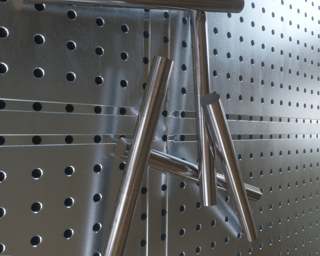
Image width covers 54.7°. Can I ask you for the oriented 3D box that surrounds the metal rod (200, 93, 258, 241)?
[{"bbox_3d":[0.111,0.077,0.464,0.025,0.025,0.299,-47,131,-30],"label":"metal rod"}]

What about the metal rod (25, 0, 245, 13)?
[{"bbox_3d":[-0.007,-0.160,0.383,0.303,0.025,0.025,-12,98,-33],"label":"metal rod"}]

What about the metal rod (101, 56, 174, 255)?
[{"bbox_3d":[-0.033,0.065,0.356,0.025,0.025,0.298,16,88,-39],"label":"metal rod"}]

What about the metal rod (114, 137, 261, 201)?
[{"bbox_3d":[0.062,0.071,0.463,0.302,0.025,0.025,24,75,-38],"label":"metal rod"}]

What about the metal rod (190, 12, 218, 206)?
[{"bbox_3d":[0.062,-0.042,0.443,0.025,0.025,0.298,2,83,-40],"label":"metal rod"}]
